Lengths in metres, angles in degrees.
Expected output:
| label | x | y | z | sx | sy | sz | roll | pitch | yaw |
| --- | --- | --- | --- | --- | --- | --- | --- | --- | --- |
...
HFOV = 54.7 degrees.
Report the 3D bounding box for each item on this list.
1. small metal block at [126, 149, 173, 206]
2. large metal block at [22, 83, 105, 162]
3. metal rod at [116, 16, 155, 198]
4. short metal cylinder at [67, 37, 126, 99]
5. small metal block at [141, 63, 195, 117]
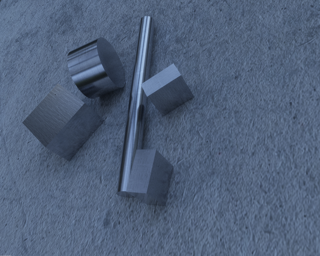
| label | x | y | z | sx | sy | sz | roll | pitch | yaw |
| --- | --- | --- | --- | --- | --- | --- | --- | --- | --- |
| small metal block | -0.010 | 0.058 | 0.356 | 0.025 | 0.050 | 0.050 | -2 | 61 | 27 |
| large metal block | -0.146 | -0.010 | 0.468 | 0.080 | 0.050 | 0.080 | 33 | 80 | 38 |
| metal rod | -0.031 | -0.049 | 0.448 | 0.025 | 0.025 | 0.299 | -10 | 57 | 23 |
| short metal cylinder | -0.095 | -0.090 | 0.472 | 0.050 | 0.080 | 0.080 | -20 | 54 | 17 |
| small metal block | 0.011 | -0.049 | 0.411 | 0.050 | 0.050 | 0.025 | -32 | 52 | 7 |
